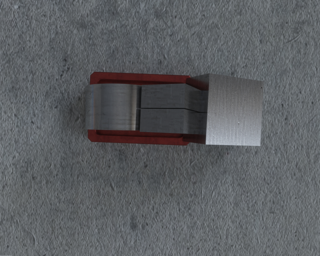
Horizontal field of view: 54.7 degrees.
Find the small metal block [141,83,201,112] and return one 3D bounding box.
[{"bbox_3d":[0.013,-0.033,0.346,0.050,0.050,0.025,2,89,26],"label":"small metal block"}]

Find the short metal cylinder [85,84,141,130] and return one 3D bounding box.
[{"bbox_3d":[-0.048,-0.023,0.370,0.081,0.080,0.050,1,90,0],"label":"short metal cylinder"}]

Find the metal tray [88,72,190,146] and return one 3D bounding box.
[{"bbox_3d":[-0.025,-0.025,0.408,0.131,0.030,0.089,2,90,0],"label":"metal tray"}]

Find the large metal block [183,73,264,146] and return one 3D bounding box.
[{"bbox_3d":[0.078,-0.020,0.385,0.081,0.050,0.080,3,90,-26],"label":"large metal block"}]

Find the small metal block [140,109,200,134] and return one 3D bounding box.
[{"bbox_3d":[0.012,-0.007,0.346,0.050,0.050,0.025,2,89,26],"label":"small metal block"}]
